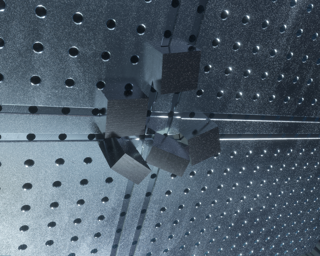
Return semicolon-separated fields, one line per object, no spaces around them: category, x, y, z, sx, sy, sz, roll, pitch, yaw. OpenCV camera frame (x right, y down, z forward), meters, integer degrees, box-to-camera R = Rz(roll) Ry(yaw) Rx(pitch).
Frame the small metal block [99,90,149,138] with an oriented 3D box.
small metal block;-0.044;-0.017;0.376;0.050;0.025;0.050;-5;121;-26

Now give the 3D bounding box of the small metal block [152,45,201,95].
small metal block;0.020;-0.071;0.377;0.050;0.025;0.050;-11;123;-23

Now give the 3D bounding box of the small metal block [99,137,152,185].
small metal block;-0.044;0.039;0.394;0.025;0.050;0.050;-46;129;4

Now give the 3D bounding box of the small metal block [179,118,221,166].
small metal block;0.060;0.021;0.456;0.050;0.025;0.050;-24;127;-14

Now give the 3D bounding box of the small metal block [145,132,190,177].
small metal block;0.011;0.034;0.409;0.050;0.050;0.025;23;109;-5
